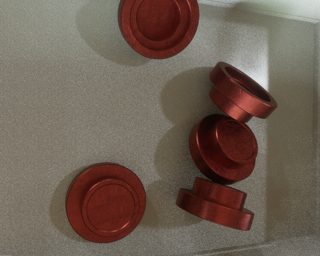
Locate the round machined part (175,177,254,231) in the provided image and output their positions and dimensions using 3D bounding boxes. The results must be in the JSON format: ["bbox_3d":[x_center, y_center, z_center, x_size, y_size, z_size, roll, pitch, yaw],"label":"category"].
[{"bbox_3d":[0.073,0.093,0.400,0.099,0.098,0.042,20,85,-19],"label":"round machined part"}]

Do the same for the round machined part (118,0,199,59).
[{"bbox_3d":[-0.004,-0.139,0.387,0.099,0.042,0.097,-9,120,-15],"label":"round machined part"}]

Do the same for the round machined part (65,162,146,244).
[{"bbox_3d":[-0.064,0.093,0.379,0.099,0.042,0.097,0,90,-21],"label":"round machined part"}]

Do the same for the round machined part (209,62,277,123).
[{"bbox_3d":[0.107,-0.044,0.423,0.098,0.098,0.042,26,118,-19],"label":"round machined part"}]

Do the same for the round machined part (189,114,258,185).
[{"bbox_3d":[0.091,0.023,0.416,0.099,0.042,0.098,15,57,-24],"label":"round machined part"}]
